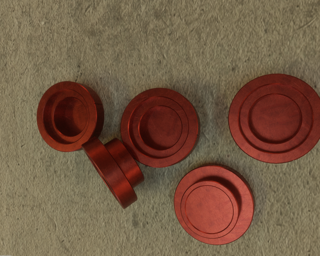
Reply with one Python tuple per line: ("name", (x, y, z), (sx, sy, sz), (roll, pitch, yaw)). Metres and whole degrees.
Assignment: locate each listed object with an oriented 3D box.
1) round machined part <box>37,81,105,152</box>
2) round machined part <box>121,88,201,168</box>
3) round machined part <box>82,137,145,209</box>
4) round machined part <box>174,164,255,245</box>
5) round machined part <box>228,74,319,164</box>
("round machined part", (-0.122, -0.016, 0.443), (0.098, 0.042, 0.097), (0, 90, 20))
("round machined part", (0.003, 0.000, 0.396), (0.098, 0.042, 0.097), (-1, 86, 16))
("round machined part", (-0.056, 0.051, 0.399), (0.042, 0.098, 0.098), (-34, 78, -15))
("round machined part", (0.063, 0.094, 0.377), (0.098, 0.042, 0.097), (0, 90, 20))
("round machined part", (0.131, -0.010, 0.354), (0.098, 0.042, 0.097), (0, 90, 20))
